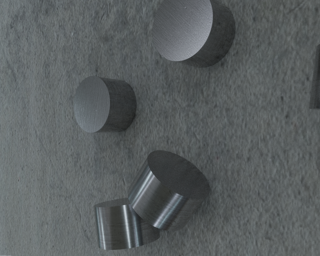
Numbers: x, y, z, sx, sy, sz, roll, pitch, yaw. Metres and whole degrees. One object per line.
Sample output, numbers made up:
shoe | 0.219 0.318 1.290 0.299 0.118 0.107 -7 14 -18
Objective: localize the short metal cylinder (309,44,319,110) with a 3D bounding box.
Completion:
short metal cylinder | 0.161 -0.036 0.236 0.080 0.081 0.050 8 96 39

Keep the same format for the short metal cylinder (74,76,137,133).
short metal cylinder | -0.081 -0.033 0.453 0.080 0.050 0.079 0 90 39

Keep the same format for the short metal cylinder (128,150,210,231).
short metal cylinder | 0.010 0.071 0.359 0.080 0.081 0.050 45 117 30

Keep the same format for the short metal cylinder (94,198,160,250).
short metal cylinder | -0.043 0.120 0.402 0.080 0.081 0.050 -12 82 39

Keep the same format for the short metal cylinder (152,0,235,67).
short metal cylinder | 0.038 -0.113 0.356 0.080 0.050 0.079 0 90 39
